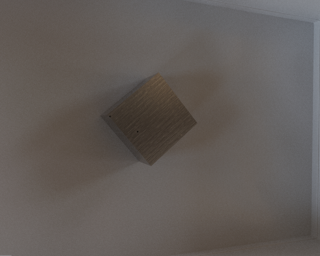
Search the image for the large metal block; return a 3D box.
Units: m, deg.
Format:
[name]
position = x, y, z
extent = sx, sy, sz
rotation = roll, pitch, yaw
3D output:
[large metal block]
position = -0.015, -0.011, 0.393
extent = 0.080, 0.050, 0.080
rotation = -42, 104, -15
